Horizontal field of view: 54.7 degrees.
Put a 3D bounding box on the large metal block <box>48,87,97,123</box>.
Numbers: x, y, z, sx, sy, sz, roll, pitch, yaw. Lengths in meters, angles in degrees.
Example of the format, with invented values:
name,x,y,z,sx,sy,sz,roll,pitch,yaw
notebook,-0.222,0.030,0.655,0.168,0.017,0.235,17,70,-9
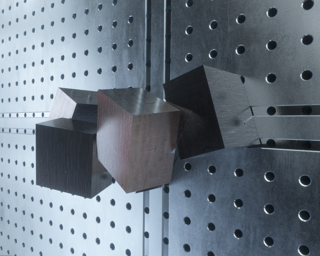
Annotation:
name,x,y,z,sx,sy,sz,roll,pitch,yaw
large metal block,-0.117,-0.011,0.466,0.050,0.081,0.079,37,112,33

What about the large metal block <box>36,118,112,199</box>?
name,x,y,z,sx,sy,sz,roll,pitch,yaw
large metal block,-0.107,0.035,0.394,0.080,0.050,0.079,9,104,18

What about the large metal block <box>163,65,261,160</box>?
name,x,y,z,sx,sy,sz,roll,pitch,yaw
large metal block,0.056,-0.014,0.326,0.050,0.081,0.080,-21,77,38

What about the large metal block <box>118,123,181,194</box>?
name,x,y,z,sx,sy,sz,roll,pitch,yaw
large metal block,-0.024,0.026,0.410,0.080,0.050,0.079,39,114,32

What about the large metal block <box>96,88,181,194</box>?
name,x,y,z,sx,sy,sz,roll,pitch,yaw
large metal block,-0.027,0.008,0.323,0.080,0.050,0.079,35,126,50
